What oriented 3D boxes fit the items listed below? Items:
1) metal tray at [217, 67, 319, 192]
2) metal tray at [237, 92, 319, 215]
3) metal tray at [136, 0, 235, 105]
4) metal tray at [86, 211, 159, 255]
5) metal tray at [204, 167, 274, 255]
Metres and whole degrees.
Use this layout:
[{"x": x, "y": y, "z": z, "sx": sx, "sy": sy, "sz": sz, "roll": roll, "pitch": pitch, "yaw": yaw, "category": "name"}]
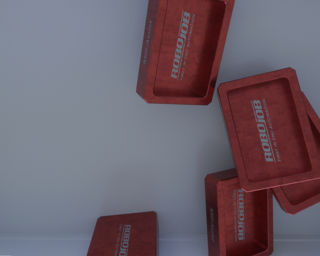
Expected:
[{"x": 0.126, "y": 0.003, "z": 0.367, "sx": 0.090, "sy": 0.030, "sz": 0.129, "roll": -13, "pitch": 83, "yaw": 7, "category": "metal tray"}, {"x": 0.166, "y": 0.030, "z": 0.390, "sx": 0.090, "sy": 0.030, "sz": 0.130, "roll": -29, "pitch": 82, "yaw": 5, "category": "metal tray"}, {"x": 0.027, "y": -0.093, "z": 0.356, "sx": 0.091, "sy": 0.030, "sz": 0.129, "roll": 0, "pitch": 112, "yaw": -25, "category": "metal tray"}, {"x": -0.048, "y": 0.167, "z": 0.416, "sx": 0.091, "sy": 0.130, "sz": 0.030, "roll": -6, "pitch": 110, "yaw": 2, "category": "metal tray"}, {"x": 0.110, "y": 0.121, "z": 0.425, "sx": 0.091, "sy": 0.030, "sz": 0.129, "roll": -9, "pitch": 101, "yaw": -23, "category": "metal tray"}]
